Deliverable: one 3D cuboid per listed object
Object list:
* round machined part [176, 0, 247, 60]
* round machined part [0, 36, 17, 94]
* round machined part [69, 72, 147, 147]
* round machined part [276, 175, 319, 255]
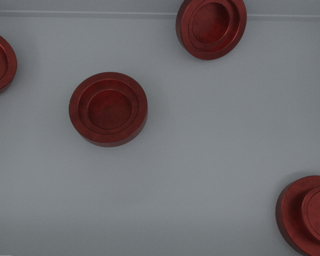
[{"bbox_3d":[0.068,-0.149,0.437,0.099,0.097,0.042,-20,36,-7],"label":"round machined part"},{"bbox_3d":[-0.248,-0.083,0.413,0.099,0.042,0.098,11,69,-29],"label":"round machined part"},{"bbox_3d":[-0.065,-0.021,0.408,0.099,0.042,0.098,0,70,-1],"label":"round machined part"},{"bbox_3d":[0.193,0.104,0.365,0.099,0.042,0.098,0,70,-1],"label":"round machined part"}]
